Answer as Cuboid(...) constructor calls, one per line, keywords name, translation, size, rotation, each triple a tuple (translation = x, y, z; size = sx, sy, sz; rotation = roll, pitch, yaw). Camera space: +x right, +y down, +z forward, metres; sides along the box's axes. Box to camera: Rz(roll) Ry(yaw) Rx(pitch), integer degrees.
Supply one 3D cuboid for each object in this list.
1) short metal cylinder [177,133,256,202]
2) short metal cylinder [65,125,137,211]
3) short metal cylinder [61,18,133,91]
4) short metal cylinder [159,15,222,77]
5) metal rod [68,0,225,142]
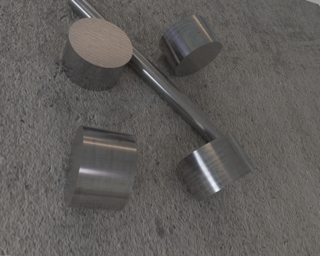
Cuboid(name="short metal cylinder", translation=(0.067, 0.048, 0.375), size=(0.081, 0.080, 0.050), rotation=(-19, 72, -35))
Cuboid(name="short metal cylinder", translation=(-0.061, 0.041, 0.311), size=(0.050, 0.080, 0.080), rotation=(12, 57, -22))
Cuboid(name="short metal cylinder", translation=(-0.082, -0.095, 0.401), size=(0.081, 0.050, 0.080), rotation=(14, 56, -21))
Cuboid(name="short metal cylinder", translation=(0.046, -0.122, 0.468), size=(0.081, 0.080, 0.050), rotation=(-19, 72, -35))
Cuboid(name="metal rod", translation=(-0.018, -0.082, 0.444), size=(0.300, 0.025, 0.025), rotation=(45, 51, 3))
